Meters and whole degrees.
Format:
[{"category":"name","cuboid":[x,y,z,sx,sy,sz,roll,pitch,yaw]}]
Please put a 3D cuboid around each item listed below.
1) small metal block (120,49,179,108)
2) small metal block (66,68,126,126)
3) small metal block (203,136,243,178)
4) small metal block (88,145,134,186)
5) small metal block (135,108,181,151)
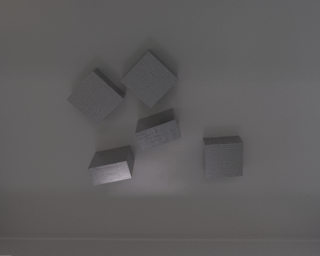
[{"category":"small metal block","cuboid":[-0.013,-0.062,0.388,0.050,0.025,0.050,42,105,-14]},{"category":"small metal block","cuboid":[-0.081,-0.040,0.396,0.050,0.025,0.050,42,105,-14]},{"category":"small metal block","cuboid":[0.086,0.040,0.427,0.050,0.025,0.050,-4,110,1]},{"category":"small metal block","cuboid":[-0.064,0.049,0.415,0.050,0.050,0.025,-12,110,4]},{"category":"small metal block","cuboid":[-0.002,0.001,0.398,0.050,0.050,0.025,-19,109,7]}]
